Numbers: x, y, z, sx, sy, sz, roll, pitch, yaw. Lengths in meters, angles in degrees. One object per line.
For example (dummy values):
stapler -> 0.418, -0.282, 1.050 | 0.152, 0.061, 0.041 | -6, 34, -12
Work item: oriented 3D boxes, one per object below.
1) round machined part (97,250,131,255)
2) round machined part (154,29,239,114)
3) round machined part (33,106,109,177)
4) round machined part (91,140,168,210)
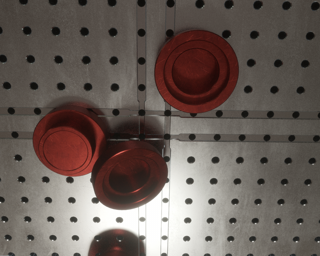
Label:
round machined part -> -0.072, 0.235, 0.490 | 0.099, 0.042, 0.097 | 0, 110, -1
round machined part -> 0.042, -0.070, 0.379 | 0.099, 0.042, 0.097 | 0, 110, -1
round machined part -> -0.120, 0.022, 0.411 | 0.099, 0.042, 0.097 | 0, 110, -1
round machined part -> -0.042, 0.058, 0.414 | 0.099, 0.042, 0.097 | -11, 121, -18
